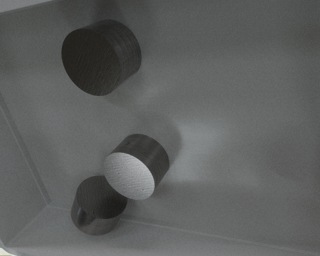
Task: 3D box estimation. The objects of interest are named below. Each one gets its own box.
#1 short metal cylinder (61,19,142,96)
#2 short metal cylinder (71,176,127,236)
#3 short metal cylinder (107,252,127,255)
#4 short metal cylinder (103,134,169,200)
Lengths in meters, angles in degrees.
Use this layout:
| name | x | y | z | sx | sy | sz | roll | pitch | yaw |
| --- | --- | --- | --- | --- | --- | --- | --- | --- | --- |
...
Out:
| name | x | y | z | sx | sy | sz | roll | pitch | yaw |
| --- | --- | --- | --- | --- | --- | --- | --- | --- | --- |
| short metal cylinder | -0.070 | -0.085 | 0.375 | 0.080 | 0.050 | 0.079 | 13 | 124 | 20 |
| short metal cylinder | -0.099 | 0.124 | 0.500 | 0.080 | 0.080 | 0.050 | 32 | 128 | 7 |
| short metal cylinder | -0.085 | 0.298 | 0.622 | 0.080 | 0.050 | 0.079 | 13 | 124 | 20 |
| short metal cylinder | -0.033 | 0.055 | 0.443 | 0.080 | 0.050 | 0.079 | 13 | 124 | 20 |
